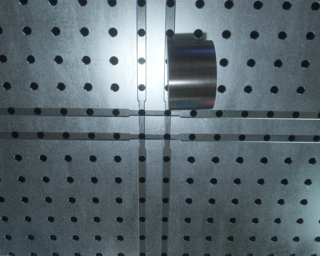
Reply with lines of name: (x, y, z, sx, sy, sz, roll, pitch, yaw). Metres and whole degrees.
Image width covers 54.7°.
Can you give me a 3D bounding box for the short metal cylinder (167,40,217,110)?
short metal cylinder: (0.034, -0.061, 0.362, 0.050, 0.080, 0.079, -2, 110, 0)
